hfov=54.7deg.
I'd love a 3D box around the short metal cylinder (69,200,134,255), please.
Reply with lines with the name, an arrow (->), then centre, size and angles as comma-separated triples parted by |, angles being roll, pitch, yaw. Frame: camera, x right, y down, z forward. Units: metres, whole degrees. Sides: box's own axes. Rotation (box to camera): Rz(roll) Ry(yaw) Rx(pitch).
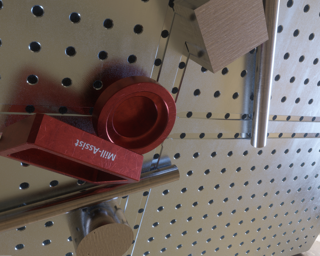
short metal cylinder -> -0.084, 0.149, 0.442 | 0.081, 0.050, 0.079 | -14, 124, -21

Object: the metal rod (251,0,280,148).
metal rod -> 0.147, -0.096, 0.434 | 0.025, 0.025, 0.298 | -20, 127, -17

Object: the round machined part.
round machined part -> -0.033, -0.017, 0.373 | 0.099, 0.042, 0.097 | -14, 125, -21

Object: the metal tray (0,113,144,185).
metal tray -> -0.095, 0.030, 0.338 | 0.131, 0.090, 0.030 | 28, 62, -38

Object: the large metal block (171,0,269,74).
large metal block -> 0.071, -0.124, 0.359 | 0.080, 0.050, 0.080 | -33, 129, -7

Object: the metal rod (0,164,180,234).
metal rod -> -0.113, 0.097, 0.410 | 0.303, 0.025, 0.025 | -12, 124, -22
